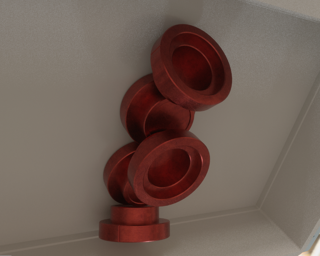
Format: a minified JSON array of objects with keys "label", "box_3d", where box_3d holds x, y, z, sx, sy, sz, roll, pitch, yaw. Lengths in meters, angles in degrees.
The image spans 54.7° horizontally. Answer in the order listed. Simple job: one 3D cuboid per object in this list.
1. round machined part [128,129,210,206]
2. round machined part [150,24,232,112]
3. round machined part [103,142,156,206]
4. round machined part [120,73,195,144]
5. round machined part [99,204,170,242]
[{"label":"round machined part","box_3d":[0.007,0.043,0.372,0.099,0.042,0.097,-14,125,-21]},{"label":"round machined part","box_3d":[0.031,-0.064,0.351,0.099,0.098,0.042,7,157,-32]},{"label":"round machined part","box_3d":[-0.024,0.069,0.426,0.099,0.042,0.097,-14,125,-21]},{"label":"round machined part","box_3d":[0.004,-0.017,0.388,0.099,0.042,0.097,-14,125,-21]},{"label":"round machined part","box_3d":[-0.035,0.130,0.435,0.099,0.098,0.042,6,78,-32]}]
